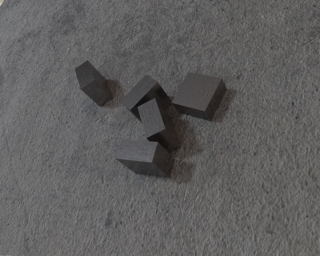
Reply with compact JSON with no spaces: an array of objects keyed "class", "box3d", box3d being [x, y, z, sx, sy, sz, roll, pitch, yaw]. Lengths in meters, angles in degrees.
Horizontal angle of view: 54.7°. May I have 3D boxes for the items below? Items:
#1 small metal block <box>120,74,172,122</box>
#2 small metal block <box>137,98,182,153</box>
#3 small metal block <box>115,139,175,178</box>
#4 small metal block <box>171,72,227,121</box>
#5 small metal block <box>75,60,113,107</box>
[{"class":"small metal block","box3d":[-0.017,-0.035,0.418,0.050,0.050,0.025,-46,51,-4]},{"class":"small metal block","box3d":[0.000,-0.001,0.389,0.025,0.050,0.050,-27,53,12]},{"class":"small metal block","box3d":[-0.017,0.037,0.374,0.050,0.050,0.025,3,63,29]},{"class":"small metal block","box3d":[0.051,-0.042,0.403,0.050,0.025,0.050,18,71,35]},{"class":"small metal block","box3d":[-0.103,-0.069,0.484,0.025,0.050,0.050,-32,52,8]}]
